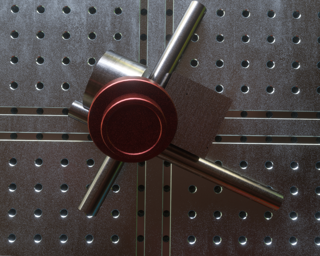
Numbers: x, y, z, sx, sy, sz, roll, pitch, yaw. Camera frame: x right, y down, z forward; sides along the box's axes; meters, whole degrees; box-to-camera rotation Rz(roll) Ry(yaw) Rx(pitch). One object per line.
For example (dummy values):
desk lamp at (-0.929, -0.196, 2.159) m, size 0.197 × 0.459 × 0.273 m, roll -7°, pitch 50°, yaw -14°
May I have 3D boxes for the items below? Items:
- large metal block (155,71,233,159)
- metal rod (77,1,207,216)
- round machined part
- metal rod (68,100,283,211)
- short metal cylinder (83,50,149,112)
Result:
large metal block at (0.035, -0.016, 0.398) m, size 0.080 × 0.050 × 0.080 m, roll 26°, pitch 90°, yaw -1°
metal rod at (-0.019, -0.030, 0.394) m, size 0.025 × 0.025 × 0.299 m, roll 28°, pitch 82°, yaw -1°
round machined part at (-0.029, -0.005, 0.339) m, size 0.099 × 0.042 × 0.097 m, roll -3°, pitch 110°, yaw -7°
metal rod at (0.021, 0.037, 0.413) m, size 0.301 × 0.025 × 0.025 m, roll 25°, pitch 90°, yaw -1°
short metal cylinder at (-0.054, -0.049, 0.384) m, size 0.050 × 0.080 × 0.080 m, roll 25°, pitch 90°, yaw -1°
